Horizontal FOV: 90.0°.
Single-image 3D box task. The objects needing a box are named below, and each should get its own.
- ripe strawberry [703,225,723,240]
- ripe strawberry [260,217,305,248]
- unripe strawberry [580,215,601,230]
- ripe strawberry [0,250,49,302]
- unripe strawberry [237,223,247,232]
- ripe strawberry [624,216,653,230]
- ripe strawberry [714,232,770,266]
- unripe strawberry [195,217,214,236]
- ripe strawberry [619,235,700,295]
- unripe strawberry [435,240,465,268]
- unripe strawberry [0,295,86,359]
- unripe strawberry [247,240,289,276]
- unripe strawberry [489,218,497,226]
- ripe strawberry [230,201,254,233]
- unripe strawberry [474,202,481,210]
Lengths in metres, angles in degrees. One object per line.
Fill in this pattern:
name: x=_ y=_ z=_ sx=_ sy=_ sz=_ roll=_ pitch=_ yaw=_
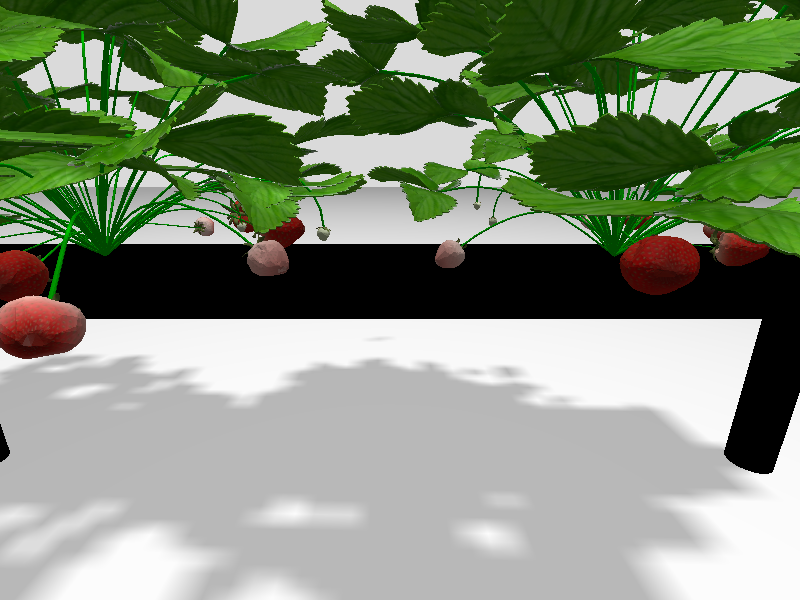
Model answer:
ripe strawberry: x=0.347 y=-0.076 z=0.436 sx=0.026 sy=0.022 sz=0.026 roll=42 pitch=-8 yaw=-33
ripe strawberry: x=-0.110 y=-0.067 z=0.374 sx=0.041 sy=0.040 sz=0.045 roll=-3 pitch=18 yaw=-10
unripe strawberry: x=0.245 y=-0.102 z=0.513 sx=0.028 sy=0.025 sz=0.025 roll=6 pitch=-1 yaw=17
ripe strawberry: x=-0.214 y=-0.012 z=0.221 sx=0.028 sy=0.030 sz=0.031 roll=-6 pitch=19 yaw=-18
unripe strawberry: x=-0.190 y=-0.087 z=0.481 sx=0.011 sy=0.011 sz=0.010 roll=9 pitch=19 yaw=26
ripe strawberry: x=0.303 y=-0.104 z=0.511 sx=0.035 sy=0.031 sz=0.031 roll=11 pitch=2 yaw=32
ripe strawberry: x=0.260 y=-0.040 z=0.304 sx=0.031 sy=0.031 sz=0.034 roll=12 pitch=21 yaw=32
unripe strawberry: x=-0.230 y=-0.087 z=0.475 sx=0.021 sy=0.022 sz=0.023 roll=4 pitch=17 yaw=13
ripe strawberry: x=0.148 y=-0.019 z=0.228 sx=0.039 sy=0.035 sz=0.036 roll=6 pitch=19 yaw=17
unripe strawberry: x=0.037 y=-0.033 z=0.304 sx=0.022 sy=0.022 sz=0.021 roll=-33 pitch=24 yaw=-7
unripe strawberry: x=-0.137 y=0.011 z=0.152 sx=0.027 sy=0.023 sz=0.027 roll=-10 pitch=21 yaw=-29
unripe strawberry: x=-0.088 y=-0.027 z=0.272 sx=0.026 sy=0.025 sz=0.028 roll=33 pitch=27 yaw=14
unripe strawberry: x=0.114 y=-0.095 z=0.490 sx=0.011 sy=0.011 sz=0.010 roll=-9 pitch=19 yaw=-26
ripe strawberry: x=-0.189 y=-0.106 z=0.504 sx=0.040 sy=0.042 sz=0.044 roll=7 pitch=5 yaw=23
unripe strawberry: x=0.121 y=-0.148 z=0.631 sx=0.011 sy=0.011 sz=0.011 roll=-4 pitch=18 yaw=-12
